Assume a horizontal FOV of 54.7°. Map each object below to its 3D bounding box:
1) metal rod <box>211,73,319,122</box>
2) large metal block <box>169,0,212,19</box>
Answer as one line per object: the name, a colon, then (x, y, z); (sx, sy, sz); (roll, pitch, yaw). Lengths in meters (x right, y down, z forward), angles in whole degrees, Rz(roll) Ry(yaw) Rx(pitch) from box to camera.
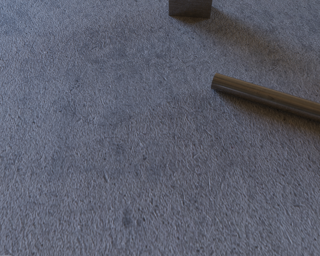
metal rod: (0.217, -0.021, 0.422); (0.301, 0.025, 0.025); (20, 53, 16)
large metal block: (0.060, -0.259, 0.586); (0.080, 0.080, 0.050); (6, 51, 5)
